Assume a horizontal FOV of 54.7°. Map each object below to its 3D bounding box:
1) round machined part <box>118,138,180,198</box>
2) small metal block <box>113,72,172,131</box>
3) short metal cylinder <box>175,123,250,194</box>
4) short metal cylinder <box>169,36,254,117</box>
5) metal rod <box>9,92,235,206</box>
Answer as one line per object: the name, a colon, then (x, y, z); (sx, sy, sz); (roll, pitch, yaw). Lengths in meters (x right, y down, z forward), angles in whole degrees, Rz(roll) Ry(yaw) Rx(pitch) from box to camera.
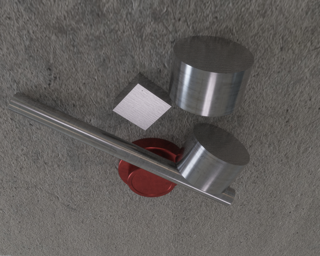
round machined part: (-0.012, 0.064, 0.450); (0.099, 0.042, 0.097); (0, 130, 0)
small metal block: (-0.022, -0.031, 0.380); (0.050, 0.025, 0.050); (33, 123, -25)
short metal cylinder: (0.067, 0.038, 0.400); (0.080, 0.080, 0.050); (20, 120, -16)
short metal cylinder: (0.051, -0.056, 0.324); (0.081, 0.080, 0.050); (3, 130, -3)
metal rod: (-0.042, 0.030, 0.396); (0.301, 0.025, 0.025); (25, 127, -7)
